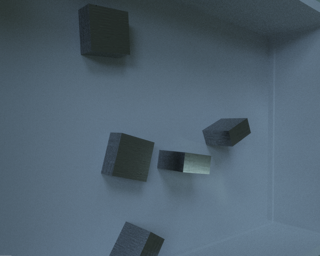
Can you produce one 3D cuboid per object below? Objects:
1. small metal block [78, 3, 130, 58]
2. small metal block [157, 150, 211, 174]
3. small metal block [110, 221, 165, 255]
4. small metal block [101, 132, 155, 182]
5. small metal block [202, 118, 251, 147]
[{"bbox_3d":[-0.063,-0.109,0.355,0.050,0.025,0.050,-5,93,-40],"label":"small metal block"},{"bbox_3d":[0.033,0.046,0.420,0.050,0.050,0.025,11,83,-40],"label":"small metal block"},{"bbox_3d":[-0.029,0.145,0.368,0.025,0.050,0.050,41,65,-33],"label":"small metal block"},{"bbox_3d":[-0.038,0.036,0.376,0.050,0.025,0.050,19,78,-39],"label":"small metal block"},{"bbox_3d":[0.103,0.006,0.480,0.050,0.050,0.025,-29,108,-37],"label":"small metal block"}]
